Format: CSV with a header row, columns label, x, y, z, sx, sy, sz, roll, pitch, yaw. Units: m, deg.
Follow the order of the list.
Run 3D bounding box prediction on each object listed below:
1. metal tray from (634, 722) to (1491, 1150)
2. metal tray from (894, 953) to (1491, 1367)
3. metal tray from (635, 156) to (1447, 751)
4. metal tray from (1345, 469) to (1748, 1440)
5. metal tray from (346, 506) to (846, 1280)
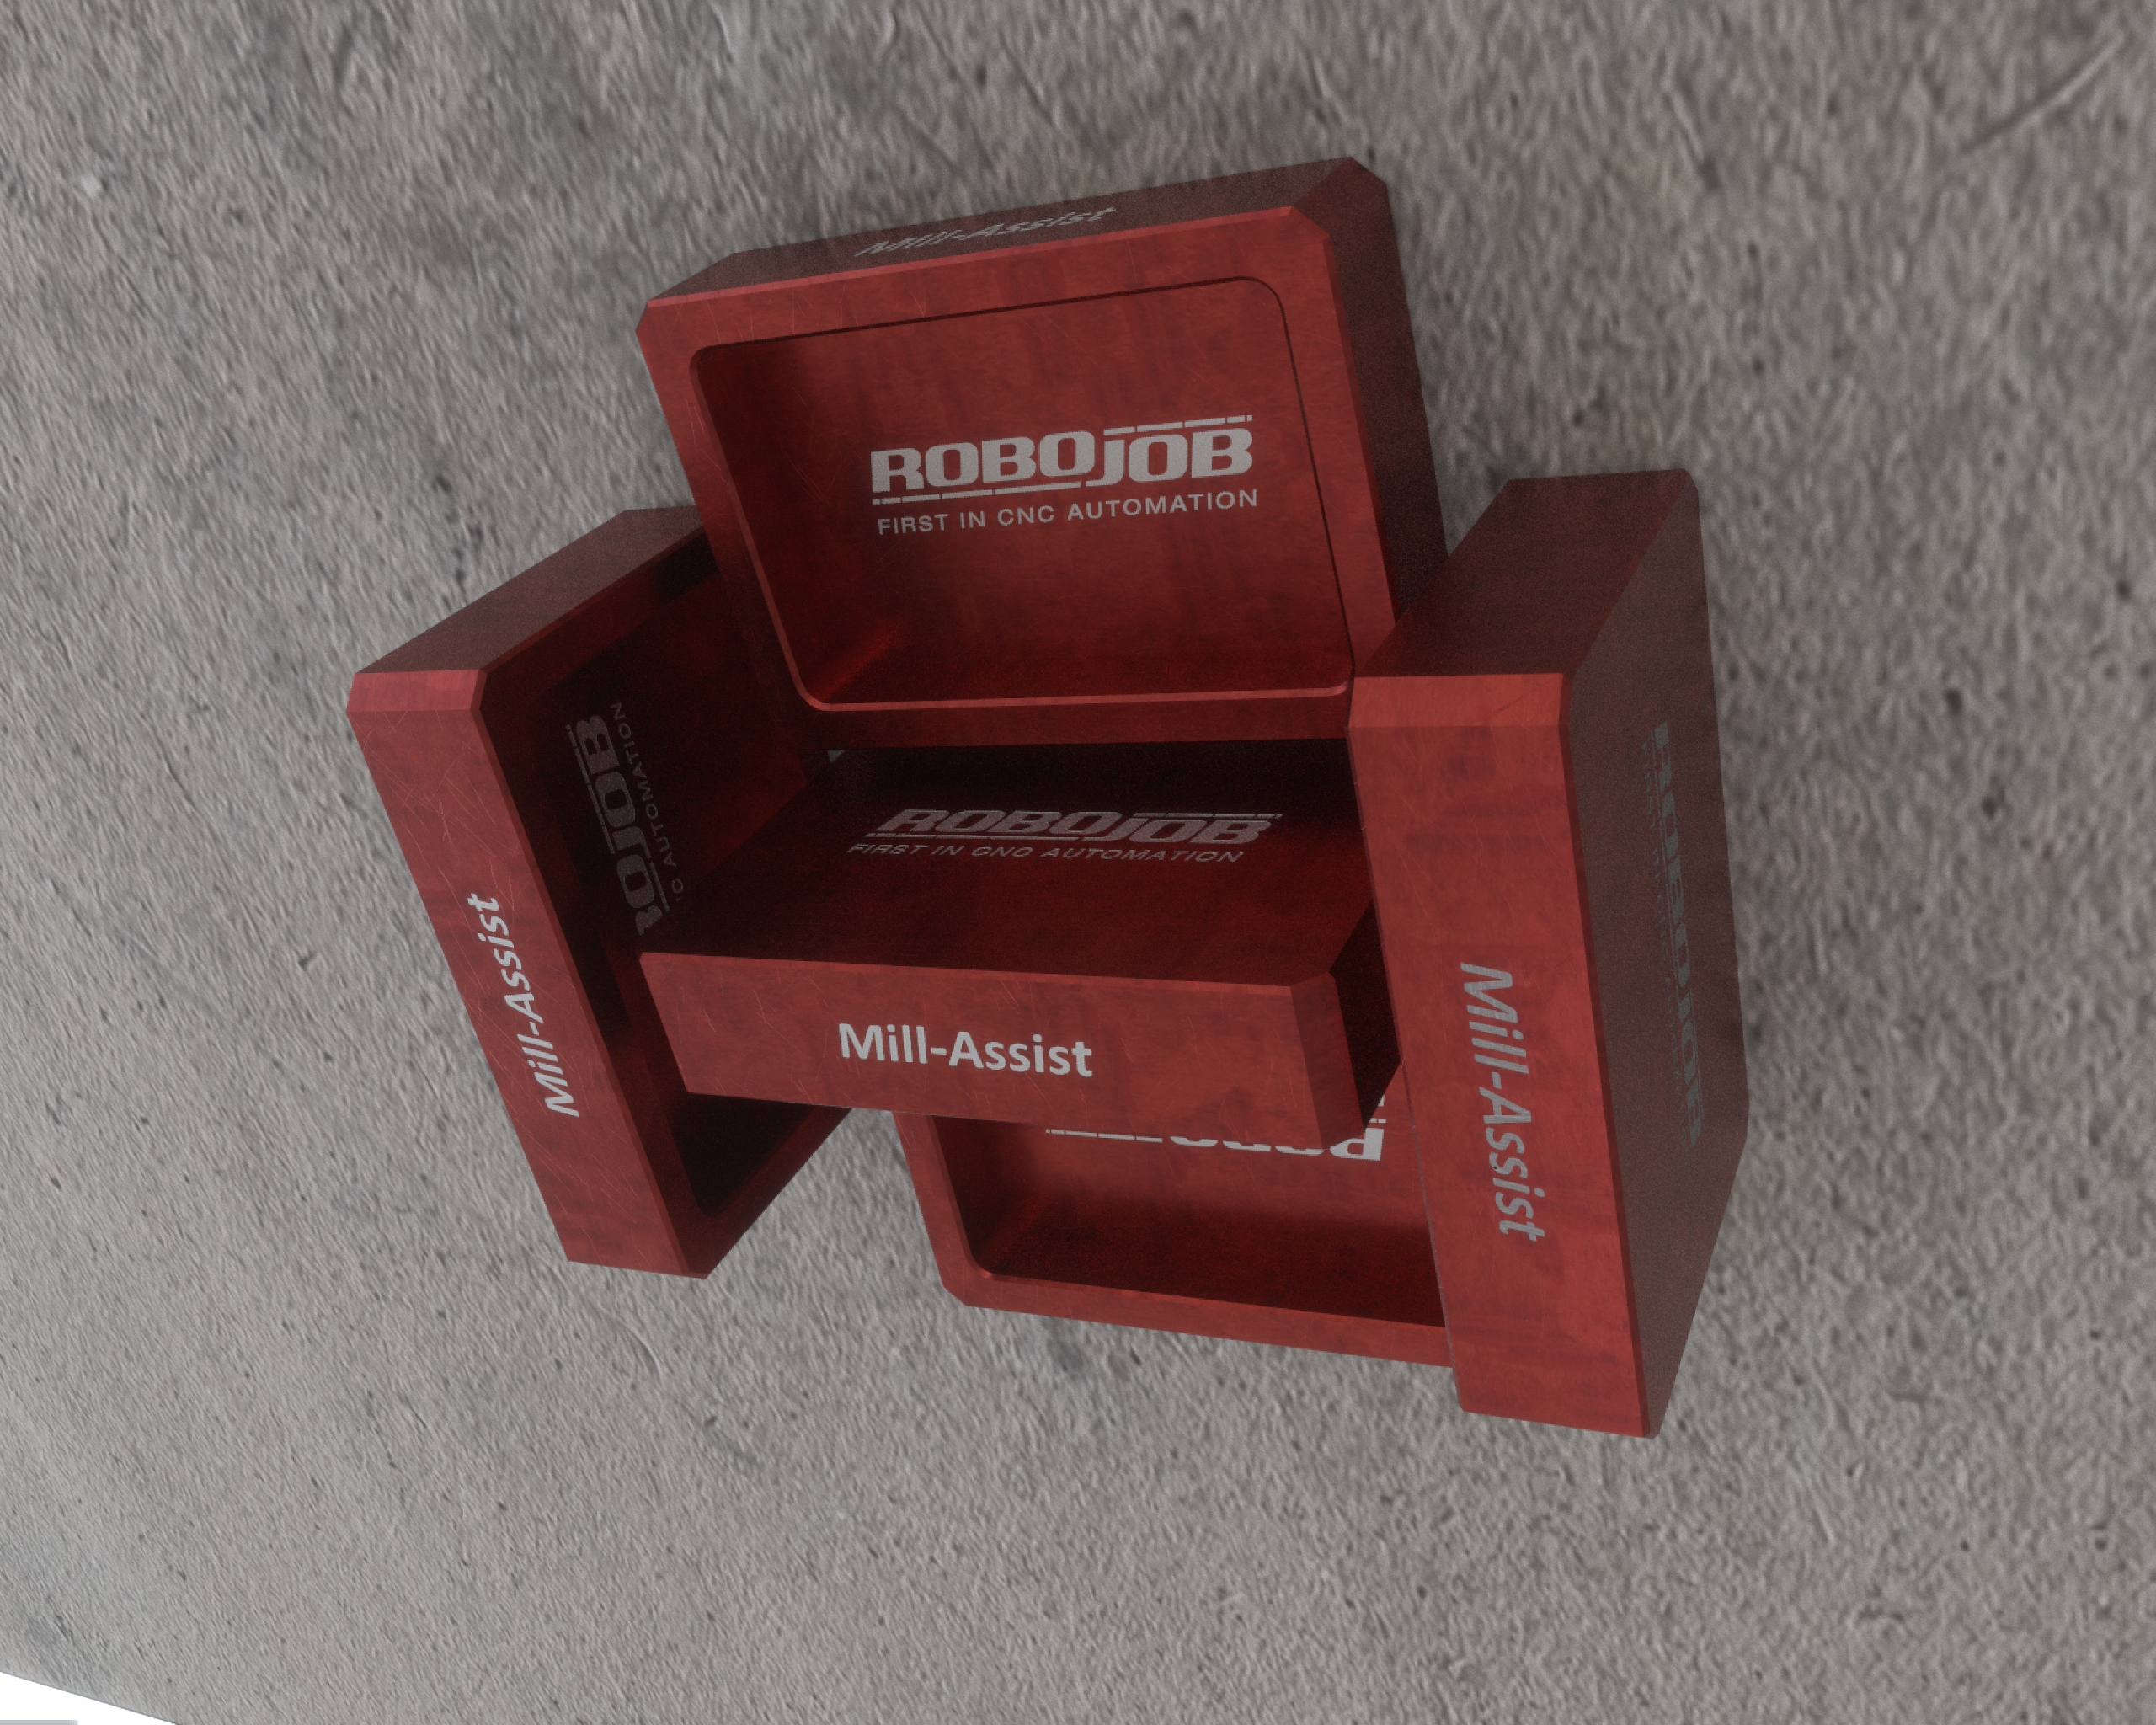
label,x,y,z,sx,sy,sz,roll,pitch,yaw
metal tray,0.000,0.008,0.373,0.130,0.090,0.030,1,120,27
metal tray,0.025,0.053,0.426,0.130,0.030,0.089,1,118,27
metal tray,-0.005,-0.067,0.367,0.130,0.030,0.089,0,122,28
metal tray,0.080,0.013,0.332,0.030,0.090,0.129,1,119,28
metal tray,-0.082,0.005,0.413,0.030,0.090,0.129,1,119,27
